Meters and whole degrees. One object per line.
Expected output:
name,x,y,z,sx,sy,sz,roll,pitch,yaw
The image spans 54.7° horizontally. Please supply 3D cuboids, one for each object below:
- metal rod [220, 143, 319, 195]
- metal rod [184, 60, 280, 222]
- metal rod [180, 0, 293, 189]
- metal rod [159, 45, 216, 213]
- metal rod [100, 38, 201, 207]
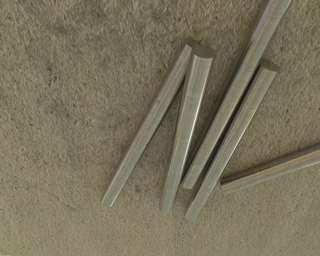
metal rod,0.228,0.034,0.438,0.300,0.025,0.025,-25,126,19
metal rod,0.088,0.040,0.441,0.025,0.025,0.298,10,130,-9
metal rod,0.080,-0.025,0.385,0.025,0.025,0.298,11,129,-10
metal rod,0.027,0.028,0.413,0.025,0.025,0.298,5,135,-4
metal rod,-0.024,0.014,0.418,0.025,0.025,0.298,19,128,-16
